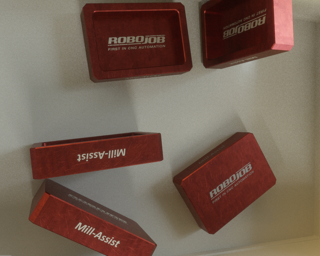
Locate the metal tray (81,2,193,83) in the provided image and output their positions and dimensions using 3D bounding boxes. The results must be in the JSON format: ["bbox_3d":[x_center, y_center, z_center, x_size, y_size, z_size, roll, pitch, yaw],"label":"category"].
[{"bbox_3d":[-0.028,-0.110,0.397,0.131,0.030,0.089,-9,93,-20],"label":"metal tray"}]

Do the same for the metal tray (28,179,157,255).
[{"bbox_3d":[-0.076,0.105,0.347,0.130,0.090,0.030,32,80,-17],"label":"metal tray"}]

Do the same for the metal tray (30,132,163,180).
[{"bbox_3d":[-0.072,0.026,0.349,0.131,0.090,0.030,-6,93,-20],"label":"metal tray"}]

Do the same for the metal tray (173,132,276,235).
[{"bbox_3d":[0.095,0.075,0.443,0.131,0.030,0.090,-33,101,-17],"label":"metal tray"}]

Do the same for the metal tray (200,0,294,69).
[{"bbox_3d":[0.102,-0.130,0.390,0.030,0.130,0.089,-4,92,-28],"label":"metal tray"}]
